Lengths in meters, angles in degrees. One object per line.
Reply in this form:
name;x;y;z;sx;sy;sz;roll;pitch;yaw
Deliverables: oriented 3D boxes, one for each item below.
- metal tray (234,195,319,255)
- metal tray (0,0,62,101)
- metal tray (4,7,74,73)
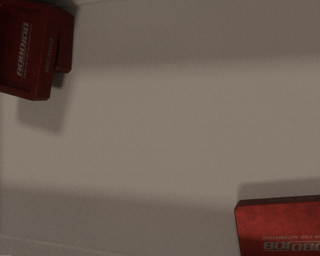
metal tray;0.158;0.126;0.352;0.130;0.030;0.089;-9;87;19
metal tray;-0.194;-0.111;0.439;0.090;0.030;0.129;15;101;17
metal tray;-0.198;-0.132;0.476;0.130;0.030;0.089;4;91;19
